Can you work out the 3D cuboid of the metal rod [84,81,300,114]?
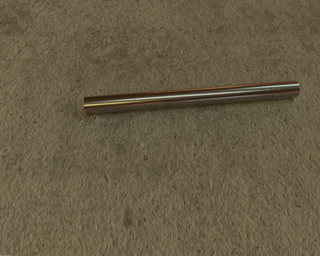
[{"bbox_3d":[0.047,-0.044,0.440,0.302,0.025,0.025,-5,50,-4],"label":"metal rod"}]
